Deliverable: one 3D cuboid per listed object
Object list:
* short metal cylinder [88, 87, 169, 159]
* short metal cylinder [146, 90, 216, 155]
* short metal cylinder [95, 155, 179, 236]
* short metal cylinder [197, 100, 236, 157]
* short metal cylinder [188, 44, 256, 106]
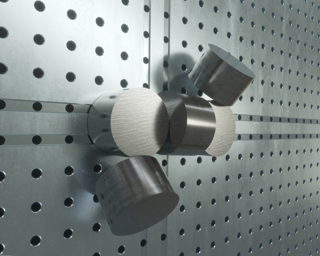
[{"bbox_3d":[-0.036,-0.006,0.363,0.081,0.050,0.079,0,90,-40],"label":"short metal cylinder"},{"bbox_3d":[0.024,-0.005,0.395,0.050,0.080,0.080,6,86,-40],"label":"short metal cylinder"},{"bbox_3d":[-0.026,0.076,0.346,0.081,0.050,0.080,-21,144,-16],"label":"short metal cylinder"},{"bbox_3d":[0.064,0.000,0.448,0.081,0.050,0.079,0,90,-40],"label":"short metal cylinder"},{"bbox_3d":[0.087,-0.075,0.440,0.081,0.080,0.050,11,125,-40],"label":"short metal cylinder"}]
